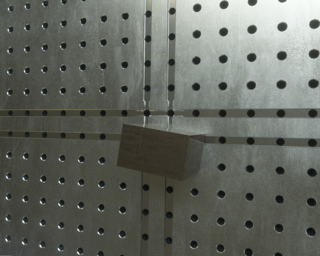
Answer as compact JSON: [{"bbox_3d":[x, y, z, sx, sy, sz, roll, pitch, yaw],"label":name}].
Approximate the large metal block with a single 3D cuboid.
[{"bbox_3d":[0.005,0.026,0.382,0.080,0.080,0.050,10,94,20],"label":"large metal block"}]
